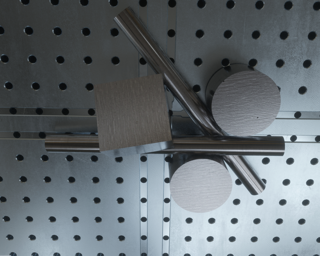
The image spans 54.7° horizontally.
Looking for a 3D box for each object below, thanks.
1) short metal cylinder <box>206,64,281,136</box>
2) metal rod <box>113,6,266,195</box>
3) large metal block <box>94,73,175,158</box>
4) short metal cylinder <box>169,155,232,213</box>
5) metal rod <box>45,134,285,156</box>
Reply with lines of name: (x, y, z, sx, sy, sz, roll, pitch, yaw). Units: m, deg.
short metal cylinder: (0.100, -0.036, 0.384, 0.081, 0.050, 0.079, 0, 110, 0)
metal rod: (0.047, -0.023, 0.402, 0.025, 0.025, 0.300, -36, 107, 12)
large metal block: (-0.030, -0.012, 0.372, 0.080, 0.050, 0.080, -9, 75, 3)
short metal cylinder: (0.053, 0.067, 0.421, 0.081, 0.050, 0.079, 0, 110, 0)
metal rod: (0.002, 0.021, 0.399, 0.302, 0.025, 0.025, 0, 110, 6)
